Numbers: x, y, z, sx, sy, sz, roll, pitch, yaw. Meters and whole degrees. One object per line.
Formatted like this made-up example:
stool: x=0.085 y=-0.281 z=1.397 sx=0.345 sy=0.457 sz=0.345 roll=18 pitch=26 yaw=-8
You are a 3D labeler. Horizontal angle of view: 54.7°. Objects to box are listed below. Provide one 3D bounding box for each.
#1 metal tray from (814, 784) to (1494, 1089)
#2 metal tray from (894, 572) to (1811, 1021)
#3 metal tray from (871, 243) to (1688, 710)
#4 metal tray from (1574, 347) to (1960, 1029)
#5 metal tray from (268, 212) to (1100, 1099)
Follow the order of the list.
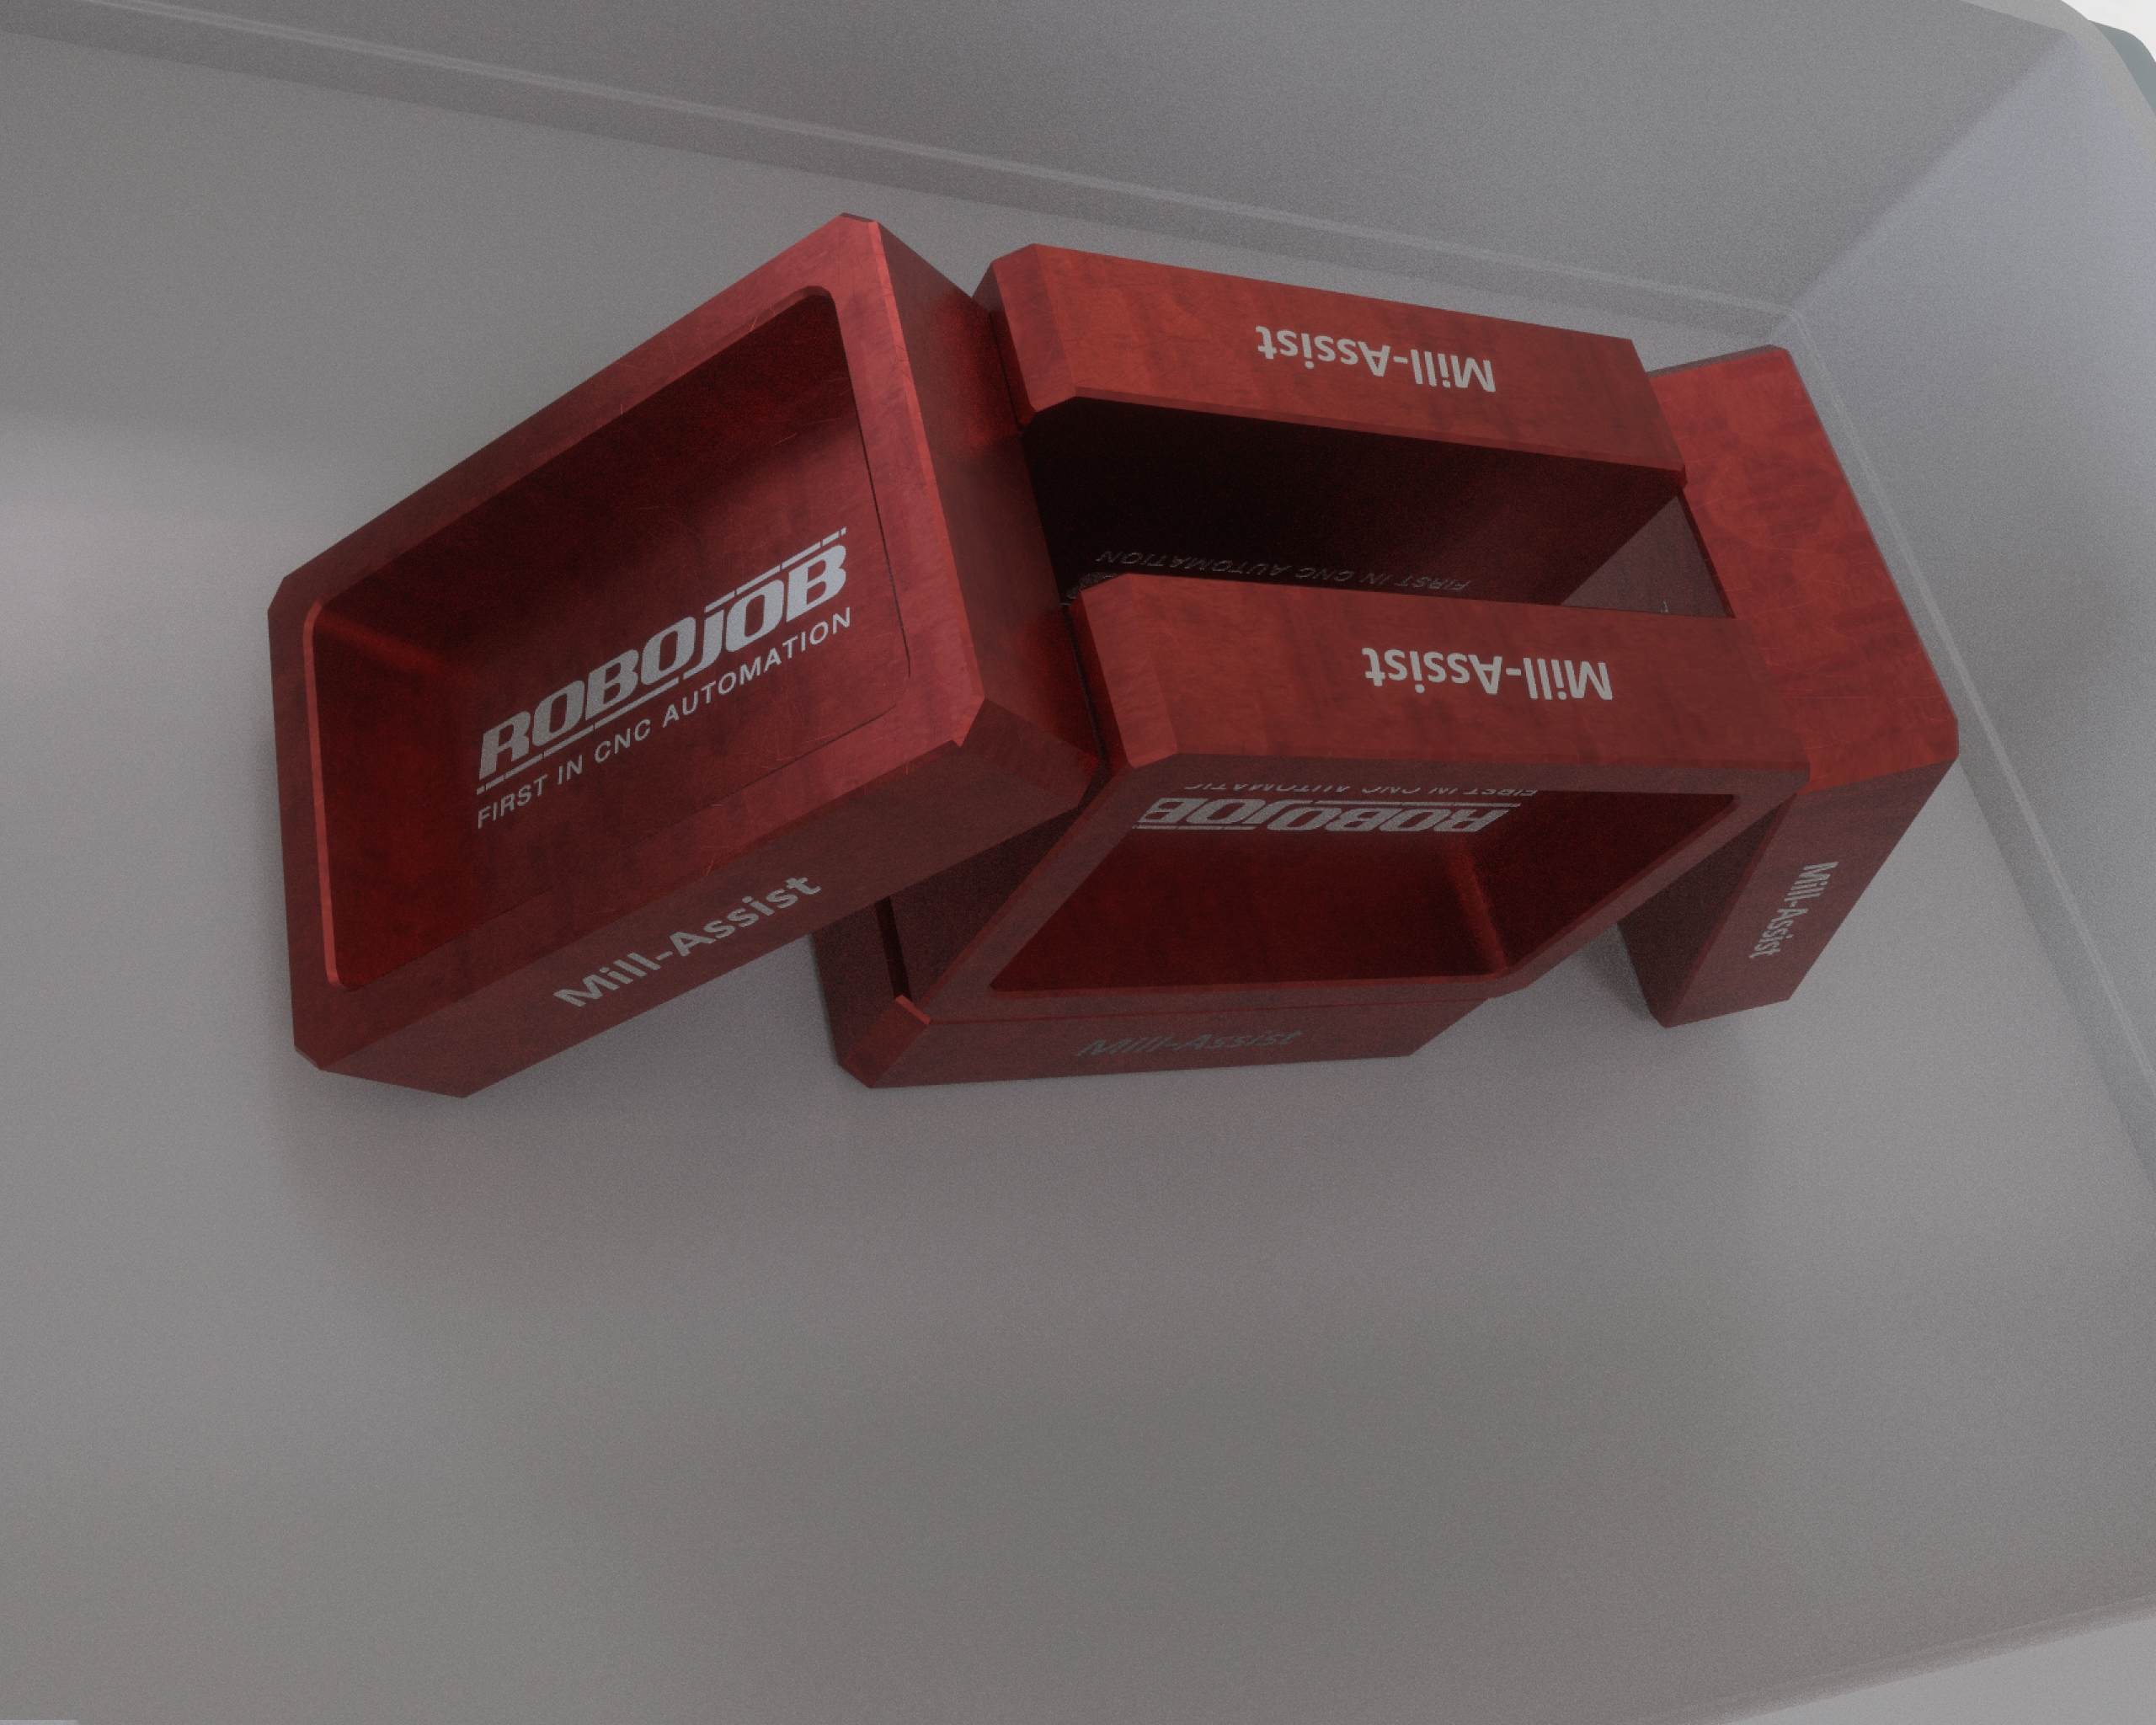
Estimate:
metal tray: x=0.011 y=-0.006 z=0.410 sx=0.131 sy=0.030 sz=0.090 roll=0 pitch=62 yaw=-29
metal tray: x=0.044 y=-0.007 z=0.351 sx=0.131 sy=0.090 sz=0.030 roll=0 pitch=62 yaw=-29
metal tray: x=0.031 y=-0.061 z=0.376 sx=0.131 sy=0.090 sz=0.030 roll=0 pitch=62 yaw=-28
metal tray: x=0.130 y=-0.030 z=0.426 sx=0.030 sy=0.130 sz=0.090 roll=-13 pitch=66 yaw=-1
metal tray: x=-0.067 y=-0.028 z=0.320 sx=0.030 sy=0.130 sz=0.090 roll=26 pitch=45 yaw=-55
